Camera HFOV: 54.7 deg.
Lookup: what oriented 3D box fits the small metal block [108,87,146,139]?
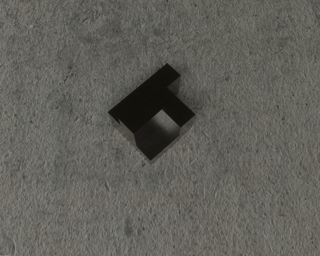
[{"bbox_3d":[-0.037,-0.019,0.402,0.050,0.050,0.025,-42,76,-14],"label":"small metal block"}]

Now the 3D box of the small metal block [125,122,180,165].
[{"bbox_3d":[-0.010,0.012,0.405,0.050,0.025,0.050,-41,75,-14],"label":"small metal block"}]

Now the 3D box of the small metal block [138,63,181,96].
[{"bbox_3d":[0.000,-0.051,0.414,0.050,0.050,0.025,-42,76,-14],"label":"small metal block"}]

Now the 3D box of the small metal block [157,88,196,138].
[{"bbox_3d":[0.017,-0.017,0.402,0.025,0.050,0.050,-41,76,-14],"label":"small metal block"}]

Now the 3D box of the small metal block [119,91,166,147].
[{"bbox_3d":[-0.020,-0.010,0.373,0.050,0.050,0.025,-42,76,-14],"label":"small metal block"}]
